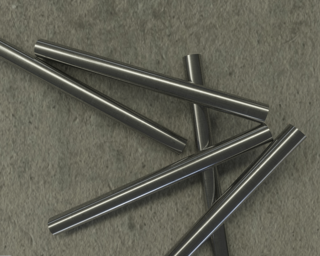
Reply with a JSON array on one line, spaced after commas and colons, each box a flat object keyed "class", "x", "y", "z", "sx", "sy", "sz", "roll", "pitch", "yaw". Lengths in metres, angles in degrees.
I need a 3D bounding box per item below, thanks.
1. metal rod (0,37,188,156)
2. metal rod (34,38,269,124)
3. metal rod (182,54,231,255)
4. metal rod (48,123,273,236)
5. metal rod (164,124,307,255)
[{"class": "metal rod", "x": -0.102, "y": -0.046, "z": 0.408, "sx": 0.301, "sy": 0.025, "sz": 0.025, "roll": 29, "pitch": 90, "yaw": -1}, {"class": "metal rod", "x": -0.015, "y": -0.061, "z": 0.392, "sx": 0.301, "sy": 0.025, "sz": 0.025, "roll": 17, "pitch": 90, "yaw": 6}, {"class": "metal rod", "x": 0.064, "y": 0.053, "z": 0.410, "sx": 0.025, "sy": 0.025, "sz": 0.298, "roll": -9, "pitch": 90, "yaw": 0}, {"class": "metal rod", "x": -0.004, "y": 0.067, "z": 0.392, "sx": 0.301, "sy": 0.025, "sz": 0.025, "roll": -25, "pitch": 90, "yaw": 6}, {"class": "metal rod", "x": 0.065, "y": 0.115, "z": 0.386, "sx": 0.025, "sy": 0.025, "sz": 0.299, "roll": 41, "pitch": 99, "yaw": -1}]
